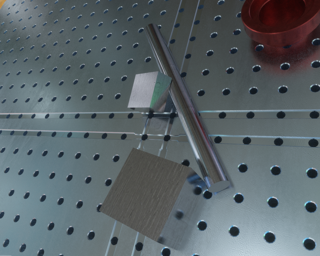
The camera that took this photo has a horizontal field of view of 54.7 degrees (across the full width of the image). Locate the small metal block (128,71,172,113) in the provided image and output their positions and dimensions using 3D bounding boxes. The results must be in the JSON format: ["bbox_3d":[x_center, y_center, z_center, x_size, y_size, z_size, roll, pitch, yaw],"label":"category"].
[{"bbox_3d":[-0.015,-0.048,0.429,0.050,0.025,0.050,4,78,49],"label":"small metal block"}]

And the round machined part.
[{"bbox_3d":[0.159,-0.145,0.403,0.098,0.042,0.098,-13,56,21],"label":"round machined part"}]

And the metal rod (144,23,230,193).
[{"bbox_3d":[0.025,-0.050,0.425,0.025,0.025,0.299,-27,52,11],"label":"metal rod"}]

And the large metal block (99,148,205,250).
[{"bbox_3d":[-0.007,0.077,0.348,0.080,0.050,0.080,16,70,34],"label":"large metal block"}]
